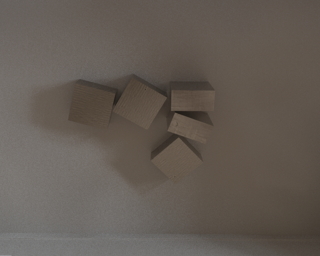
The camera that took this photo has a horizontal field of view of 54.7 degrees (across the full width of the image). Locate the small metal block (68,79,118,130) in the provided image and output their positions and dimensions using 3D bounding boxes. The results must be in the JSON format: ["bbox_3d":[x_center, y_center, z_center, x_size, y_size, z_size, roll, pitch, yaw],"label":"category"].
[{"bbox_3d":[-0.086,-0.030,0.399,0.050,0.025,0.050,14,109,-6],"label":"small metal block"}]

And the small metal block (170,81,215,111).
[{"bbox_3d":[0.038,-0.040,0.384,0.050,0.050,0.025,0,110,-1],"label":"small metal block"}]

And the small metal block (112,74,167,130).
[{"bbox_3d":[-0.025,-0.034,0.399,0.050,0.025,0.050,29,107,-11],"label":"small metal block"}]

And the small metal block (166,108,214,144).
[{"bbox_3d":[0.037,-0.008,0.396,0.050,0.050,0.025,19,109,-7],"label":"small metal block"}]

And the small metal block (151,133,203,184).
[{"bbox_3d":[0.023,0.041,0.427,0.050,0.025,0.050,-41,106,13],"label":"small metal block"}]
